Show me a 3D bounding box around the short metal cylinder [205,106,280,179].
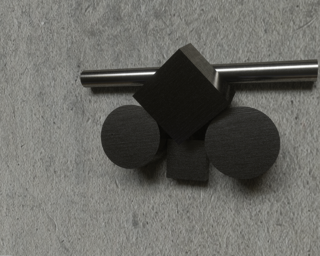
[{"bbox_3d":[0.097,0.016,0.362,0.080,0.050,0.079,0,90,20],"label":"short metal cylinder"}]

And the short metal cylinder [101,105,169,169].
[{"bbox_3d":[-0.029,0.011,0.406,0.080,0.050,0.079,0,90,20],"label":"short metal cylinder"}]

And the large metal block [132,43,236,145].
[{"bbox_3d":[0.029,-0.040,0.368,0.080,0.050,0.080,47,119,-3],"label":"large metal block"}]

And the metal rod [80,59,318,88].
[{"bbox_3d":[0.034,-0.068,0.398,0.301,0.025,0.025,1,91,19],"label":"metal rod"}]

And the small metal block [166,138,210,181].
[{"bbox_3d":[0.037,0.039,0.398,0.050,0.025,0.050,2,91,20],"label":"small metal block"}]
